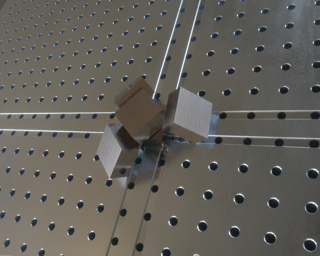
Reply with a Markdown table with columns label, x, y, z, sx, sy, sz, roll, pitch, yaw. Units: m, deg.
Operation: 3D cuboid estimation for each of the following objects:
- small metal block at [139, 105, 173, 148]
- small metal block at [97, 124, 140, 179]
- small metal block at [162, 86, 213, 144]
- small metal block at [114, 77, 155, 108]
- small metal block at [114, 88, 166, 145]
| label | x | y | z | sx | sy | sz | roll | pitch | yaw |
| --- | --- | --- | --- | --- | --- | --- | --- | --- | --- |
| small metal block | -0.009 | -0.003 | 0.416 | 0.050 | 0.025 | 0.050 | 2 | 65 | 29 |
| small metal block | -0.056 | 0.029 | 0.404 | 0.050 | 0.025 | 0.050 | 53 | 130 | 39 |
| small metal block | 0.034 | -0.015 | 0.381 | 0.025 | 0.050 | 0.050 | -29 | 43 | 53 |
| small metal block | -0.038 | -0.047 | 0.442 | 0.050 | 0.025 | 0.050 | -40 | 15 | 1 |
| small metal block | -0.023 | -0.015 | 0.398 | 0.050 | 0.025 | 0.050 | -41 | 51 | -1 |
